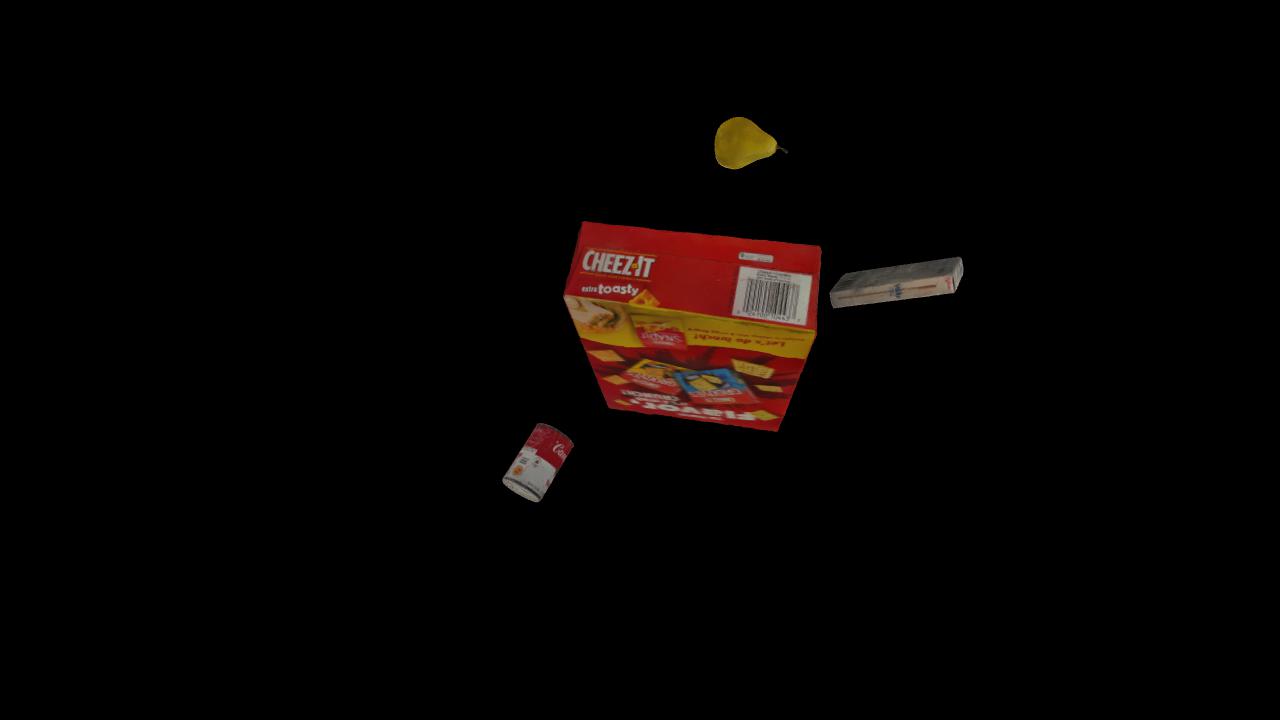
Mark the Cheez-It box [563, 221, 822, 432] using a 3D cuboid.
[{"bbox_3d":[0.044,-0.013,0.494,0.166,0.071,0.223,8,-23,10],"label":"Cheez-It box"}]

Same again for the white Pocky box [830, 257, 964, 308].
[{"bbox_3d":[0.340,-0.103,0.819,0.154,0.028,0.084,-5,20,36],"label":"white Pocky box"}]

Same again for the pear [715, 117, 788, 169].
[{"bbox_3d":[0.172,-0.332,0.941,0.111,0.080,0.080,4,1,16],"label":"pear"}]

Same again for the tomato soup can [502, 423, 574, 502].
[{"bbox_3d":[-0.154,0.156,0.932,0.068,0.101,0.068,24,-27,13],"label":"tomato soup can"}]
